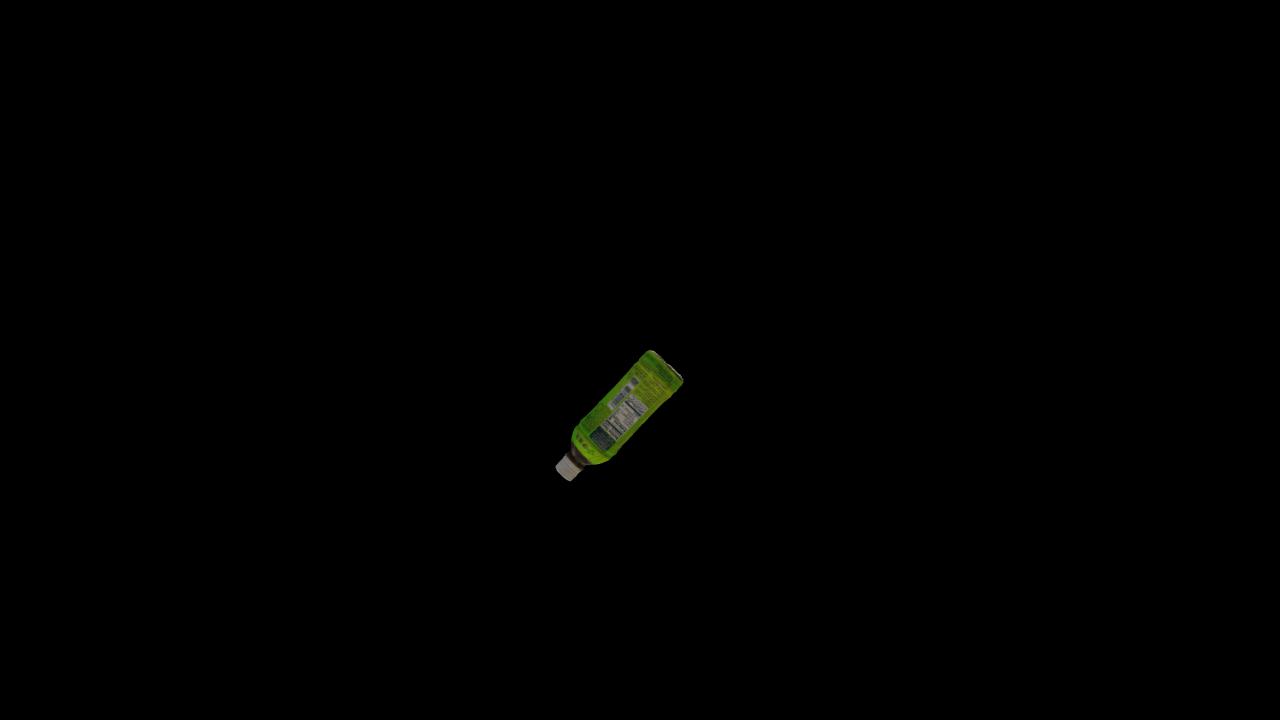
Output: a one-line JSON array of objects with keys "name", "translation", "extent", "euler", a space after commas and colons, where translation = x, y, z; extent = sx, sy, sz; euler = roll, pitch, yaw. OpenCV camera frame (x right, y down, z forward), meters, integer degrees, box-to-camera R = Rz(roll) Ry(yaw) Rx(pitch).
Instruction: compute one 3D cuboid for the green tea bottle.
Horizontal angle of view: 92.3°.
[{"name": "green tea bottle", "translation": [-0.035, 0.081, 0.852], "extent": [0.212, 0.073, 0.073], "euler": [-45, -2, -2]}]
